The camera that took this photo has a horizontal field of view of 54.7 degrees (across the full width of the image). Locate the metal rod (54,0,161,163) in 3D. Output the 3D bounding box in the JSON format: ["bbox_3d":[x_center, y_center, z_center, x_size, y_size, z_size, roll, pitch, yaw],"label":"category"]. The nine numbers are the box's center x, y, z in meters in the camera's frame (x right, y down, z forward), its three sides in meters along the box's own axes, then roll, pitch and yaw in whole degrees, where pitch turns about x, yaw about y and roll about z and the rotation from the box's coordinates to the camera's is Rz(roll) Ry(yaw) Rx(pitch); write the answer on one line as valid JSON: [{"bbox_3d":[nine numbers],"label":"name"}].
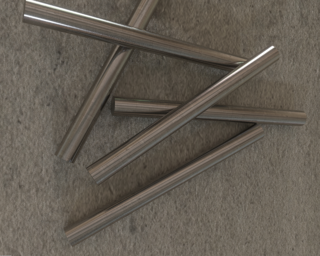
[{"bbox_3d":[-0.048,-0.096,0.391,0.025,0.025,0.299,29,80,-18],"label":"metal rod"}]

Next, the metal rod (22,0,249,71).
[{"bbox_3d":[-0.005,-0.105,0.384,0.302,0.025,0.025,6,88,-29],"label":"metal rod"}]

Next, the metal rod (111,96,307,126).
[{"bbox_3d":[0.083,-0.022,0.440,0.303,0.025,0.025,3,89,-21],"label":"metal rod"}]

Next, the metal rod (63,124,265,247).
[{"bbox_3d":[0.019,0.068,0.417,0.302,0.025,0.025,-26,99,-19],"label":"metal rod"}]

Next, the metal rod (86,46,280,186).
[{"bbox_3d":[0.042,-0.025,0.397,0.302,0.025,0.025,-34,102,-17],"label":"metal rod"}]
